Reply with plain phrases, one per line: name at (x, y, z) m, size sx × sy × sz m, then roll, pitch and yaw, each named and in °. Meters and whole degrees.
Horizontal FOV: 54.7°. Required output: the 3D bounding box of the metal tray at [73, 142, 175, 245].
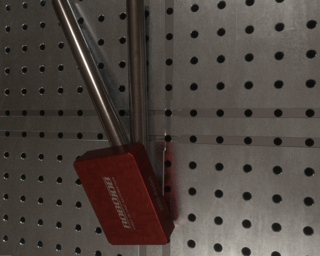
metal tray at (-0.044, 0.087, 0.394) m, size 0.090 × 0.030 × 0.129 m, roll -11°, pitch 108°, yaw 27°

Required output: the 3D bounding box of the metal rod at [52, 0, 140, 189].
metal rod at (-0.089, -0.058, 0.427) m, size 0.025 × 0.025 × 0.299 m, roll -29°, pitch 75°, yaw 17°

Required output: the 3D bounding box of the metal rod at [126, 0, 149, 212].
metal rod at (-0.029, -0.024, 0.421) m, size 0.025 × 0.025 × 0.298 m, roll -2°, pitch 89°, yaw 19°
